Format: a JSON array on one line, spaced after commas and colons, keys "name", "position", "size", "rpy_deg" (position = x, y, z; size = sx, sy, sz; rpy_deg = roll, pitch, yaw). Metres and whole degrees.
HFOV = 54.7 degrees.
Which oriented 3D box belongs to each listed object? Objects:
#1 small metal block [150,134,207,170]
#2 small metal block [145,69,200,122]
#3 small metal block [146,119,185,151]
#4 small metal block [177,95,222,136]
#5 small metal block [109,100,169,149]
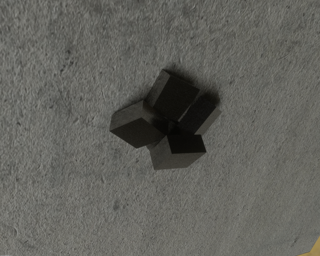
[{"name": "small metal block", "position": [0.022, 0.031, 0.394], "size": [0.050, 0.025, 0.050], "rpy_deg": [0, 151, -29]}, {"name": "small metal block", "position": [0.014, -0.040, 0.393], "size": [0.050, 0.025, 0.050], "rpy_deg": [19, 108, -36]}, {"name": "small metal block", "position": [0.015, 0.020, 0.431], "size": [0.050, 0.025, 0.050], "rpy_deg": [-48, 129, 5]}, {"name": "small metal block", "position": [0.054, -0.013, 0.418], "size": [0.050, 0.025, 0.050], "rpy_deg": [-52, 162, 8]}, {"name": "small metal block", "position": [-0.025, -0.003, 0.380], "size": [0.050, 0.025, 0.050], "rpy_deg": [-21, 139, 31]}]
